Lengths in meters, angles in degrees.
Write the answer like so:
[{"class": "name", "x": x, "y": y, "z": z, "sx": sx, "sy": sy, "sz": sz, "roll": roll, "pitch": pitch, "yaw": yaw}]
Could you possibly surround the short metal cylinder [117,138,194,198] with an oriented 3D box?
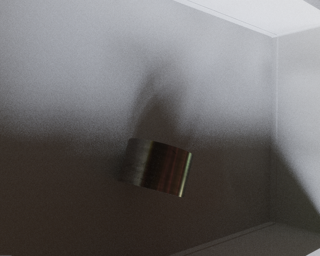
[{"class": "short metal cylinder", "x": -0.005, "y": 0.048, "z": 0.366, "sx": 0.080, "sy": 0.080, "sz": 0.050, "roll": 24, "pitch": 75, "yaw": -38}]
